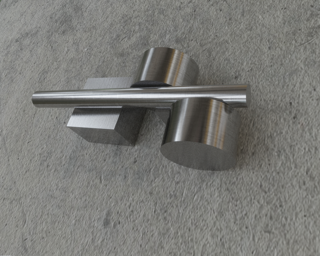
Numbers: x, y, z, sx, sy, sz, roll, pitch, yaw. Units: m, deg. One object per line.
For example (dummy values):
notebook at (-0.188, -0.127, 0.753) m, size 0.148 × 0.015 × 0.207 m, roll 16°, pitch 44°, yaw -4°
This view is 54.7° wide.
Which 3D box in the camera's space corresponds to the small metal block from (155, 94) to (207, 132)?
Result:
small metal block at (0.030, -0.018, 0.382) m, size 0.050 × 0.050 × 0.025 m, roll 1°, pitch 63°, yaw 28°

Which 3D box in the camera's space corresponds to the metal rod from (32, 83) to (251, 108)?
metal rod at (-0.043, -0.037, 0.384) m, size 0.301 × 0.025 × 0.025 m, roll 2°, pitch 63°, yaw 27°

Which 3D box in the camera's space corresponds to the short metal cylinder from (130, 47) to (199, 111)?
short metal cylinder at (0.006, -0.059, 0.403) m, size 0.080 × 0.080 × 0.050 m, roll 2°, pitch 63°, yaw 29°

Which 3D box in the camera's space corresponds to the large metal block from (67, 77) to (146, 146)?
large metal block at (-0.070, -0.024, 0.435) m, size 0.080 × 0.050 × 0.080 m, roll 3°, pitch 63°, yaw 29°

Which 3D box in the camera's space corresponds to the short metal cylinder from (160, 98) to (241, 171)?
short metal cylinder at (0.045, 0.009, 0.339) m, size 0.080 × 0.080 × 0.050 m, roll 0°, pitch 62°, yaw 28°
